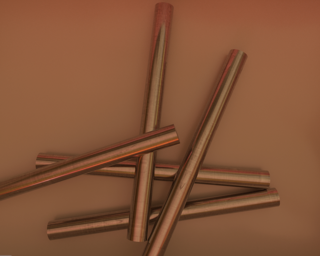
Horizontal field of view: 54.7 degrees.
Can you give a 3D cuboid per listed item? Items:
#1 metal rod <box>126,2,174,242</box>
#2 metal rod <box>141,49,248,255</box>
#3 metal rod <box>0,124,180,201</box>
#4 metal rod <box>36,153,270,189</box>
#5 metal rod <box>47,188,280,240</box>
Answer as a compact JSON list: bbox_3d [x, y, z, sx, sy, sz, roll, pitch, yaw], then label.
[{"bbox_3d":[-0.011,-0.013,0.393,0.025,0.025,0.298,7,84,-1],"label":"metal rod"},{"bbox_3d":[0.043,0.037,0.391,0.025,0.025,0.299,24,82,-1],"label":"metal rod"},{"bbox_3d":[-0.122,0.053,0.383,0.301,0.025,0.025,-18,90,5],"label":"metal rod"},{"bbox_3d":[-0.008,0.057,0.410,0.302,0.025,0.025,5,90,-1],"label":"metal rod"},{"bbox_3d":[0.005,0.113,0.410,0.302,0.025,0.025,-8,90,-1],"label":"metal rod"}]
